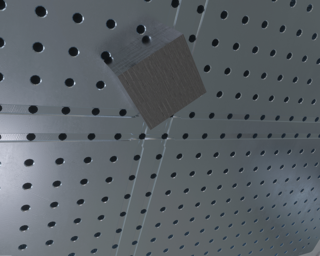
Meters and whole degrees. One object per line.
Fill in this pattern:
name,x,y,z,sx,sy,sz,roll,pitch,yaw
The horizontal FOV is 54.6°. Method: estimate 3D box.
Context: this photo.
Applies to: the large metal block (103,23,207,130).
large metal block,-0.004,-0.059,0.356,0.080,0.050,0.080,-34,129,-6
